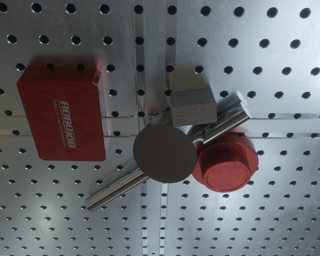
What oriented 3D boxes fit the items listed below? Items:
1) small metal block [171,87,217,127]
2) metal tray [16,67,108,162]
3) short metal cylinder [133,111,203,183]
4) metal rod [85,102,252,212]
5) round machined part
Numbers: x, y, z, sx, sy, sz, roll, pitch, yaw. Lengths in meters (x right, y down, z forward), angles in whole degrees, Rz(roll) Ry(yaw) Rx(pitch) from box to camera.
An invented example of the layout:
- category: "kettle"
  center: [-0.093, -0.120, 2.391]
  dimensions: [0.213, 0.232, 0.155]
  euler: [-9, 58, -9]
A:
- category: "small metal block"
  center: [0.039, -0.026, 0.371]
  dimensions: [0.050, 0.050, 0.025]
  euler: [-6, 117, 4]
- category: "metal tray"
  center: [-0.118, -0.013, 0.396]
  dimensions: [0.091, 0.030, 0.129]
  euler: [1, 130, -2]
- category: "short metal cylinder"
  center: [0.012, 0.023, 0.397]
  dimensions: [0.080, 0.050, 0.079]
  euler: [6, 113, 15]
- category: "metal rod"
  center: [-0.003, 0.053, 0.456]
  dimensions: [0.299, 0.025, 0.025]
  euler: [-34, 123, 25]
- category: "round machined part"
  center: [0.094, 0.057, 0.451]
  dimensions: [0.099, 0.042, 0.097]
  euler: [-1, 130, 0]
